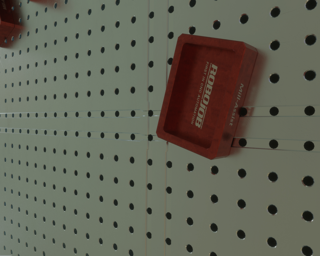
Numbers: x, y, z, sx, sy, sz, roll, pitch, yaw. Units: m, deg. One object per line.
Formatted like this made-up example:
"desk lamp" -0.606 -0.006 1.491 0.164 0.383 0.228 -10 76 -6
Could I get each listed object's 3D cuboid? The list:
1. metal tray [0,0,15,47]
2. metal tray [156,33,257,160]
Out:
"metal tray" -0.388 -0.269 0.729 0.090 0.030 0.130 -31 71 36
"metal tray" 0.050 -0.038 0.365 0.090 0.030 0.129 22 104 38
